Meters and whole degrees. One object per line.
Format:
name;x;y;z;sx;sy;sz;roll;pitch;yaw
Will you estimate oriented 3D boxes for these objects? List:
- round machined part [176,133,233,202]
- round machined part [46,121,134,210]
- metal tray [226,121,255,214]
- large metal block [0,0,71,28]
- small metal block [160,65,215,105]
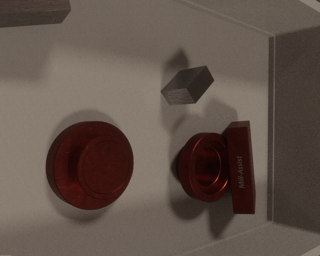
round machined part;0.062;0.055;0.450;0.099;0.042;0.097;0;90;-40
round machined part;-0.068;0.041;0.340;0.099;0.042;0.097;0;90;-40
metal tray;0.129;0.058;0.487;0.090;0.030;0.129;-23;107;-71
large metal block;-0.131;-0.135;0.270;0.081;0.050;0.079;-14;100;-26
small metal block;0.038;-0.058;0.424;0.050;0.050;0.025;-50;120;-29
